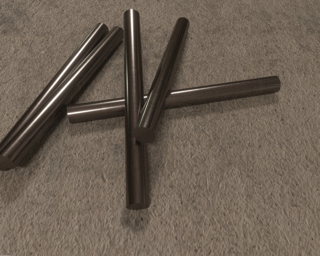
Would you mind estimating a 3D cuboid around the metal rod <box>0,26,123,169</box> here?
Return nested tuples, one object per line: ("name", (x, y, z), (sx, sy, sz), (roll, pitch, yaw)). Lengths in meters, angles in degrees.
("metal rod", (-0.123, -0.064, 0.444), (0.025, 0.025, 0.301), (16, 48, 12))

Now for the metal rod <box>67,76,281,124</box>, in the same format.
("metal rod", (0.025, -0.042, 0.438), (0.302, 0.025, 0.025), (-9, 51, -8))

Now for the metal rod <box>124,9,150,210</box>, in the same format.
("metal rod", (-0.034, -0.045, 0.407), (0.025, 0.025, 0.299), (-3, 60, -3))

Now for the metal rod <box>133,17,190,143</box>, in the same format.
("metal rod", (0.012, -0.091, 0.454), (0.025, 0.025, 0.300), (9, 43, 7))

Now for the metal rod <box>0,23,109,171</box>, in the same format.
("metal rod", (-0.147, -0.066, 0.456), (0.025, 0.025, 0.300), (14, 51, 11))
